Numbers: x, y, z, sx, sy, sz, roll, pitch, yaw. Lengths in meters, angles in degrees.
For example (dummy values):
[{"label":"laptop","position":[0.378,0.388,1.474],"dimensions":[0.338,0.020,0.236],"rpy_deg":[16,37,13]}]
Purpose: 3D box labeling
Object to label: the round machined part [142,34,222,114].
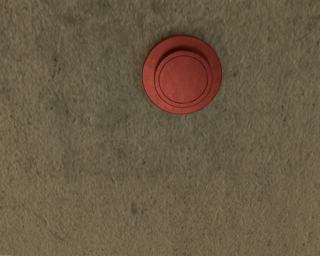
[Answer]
[{"label":"round machined part","position":[0.027,-0.063,0.378],"dimensions":[0.099,0.042,0.097],"rpy_deg":[0,110,-1]}]
